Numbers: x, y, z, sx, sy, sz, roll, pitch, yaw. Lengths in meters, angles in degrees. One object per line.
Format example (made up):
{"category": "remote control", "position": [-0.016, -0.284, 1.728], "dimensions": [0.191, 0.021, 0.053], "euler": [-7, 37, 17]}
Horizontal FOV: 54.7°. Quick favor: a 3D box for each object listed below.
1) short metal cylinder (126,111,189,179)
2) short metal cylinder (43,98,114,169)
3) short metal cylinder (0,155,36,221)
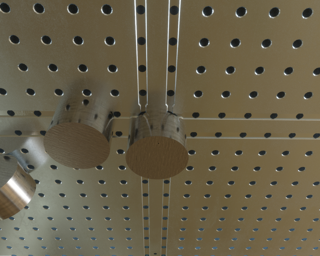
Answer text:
{"category": "short metal cylinder", "position": [-0.004, 0.024, 0.415], "dimensions": [0.081, 0.050, 0.079], "euler": [0, 130, 0]}
{"category": "short metal cylinder", "position": [-0.102, 0.008, 0.401], "dimensions": [0.081, 0.050, 0.079], "euler": [0, 130, 0]}
{"category": "short metal cylinder", "position": [-0.229, 0.085, 0.445], "dimensions": [0.080, 0.080, 0.050], "euler": [-12, 129, 10]}
